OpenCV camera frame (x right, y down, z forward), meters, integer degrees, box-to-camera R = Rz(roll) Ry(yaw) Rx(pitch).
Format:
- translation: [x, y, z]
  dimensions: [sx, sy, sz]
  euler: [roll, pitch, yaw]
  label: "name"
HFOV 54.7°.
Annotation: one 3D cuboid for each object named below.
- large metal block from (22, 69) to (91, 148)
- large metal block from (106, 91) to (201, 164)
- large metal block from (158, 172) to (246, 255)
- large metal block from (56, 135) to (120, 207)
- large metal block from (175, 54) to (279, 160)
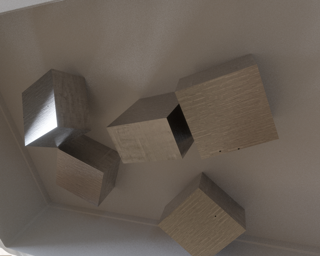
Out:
- translation: [-0.145, -0.023, 0.428]
  dimensions: [0.080, 0.050, 0.080]
  euler: [-24, 69, 36]
  label: "large metal block"
- translation: [-0.002, -0.003, 0.371]
  dimensions: [0.080, 0.080, 0.050]
  euler: [-8, 114, 31]
  label: "large metal block"
- translation: [0.058, 0.122, 0.421]
  dimensions: [0.080, 0.050, 0.080]
  euler: [42, 110, -1]
  label: "large metal block"
- translation: [-0.114, 0.066, 0.491]
  dimensions: [0.080, 0.050, 0.079]
  euler: [25, 127, 12]
  label: "large metal block"
- translation: [0.070, -0.022, 0.327]
  dimensions: [0.080, 0.050, 0.080]
  euler: [-18, 110, 16]
  label: "large metal block"
